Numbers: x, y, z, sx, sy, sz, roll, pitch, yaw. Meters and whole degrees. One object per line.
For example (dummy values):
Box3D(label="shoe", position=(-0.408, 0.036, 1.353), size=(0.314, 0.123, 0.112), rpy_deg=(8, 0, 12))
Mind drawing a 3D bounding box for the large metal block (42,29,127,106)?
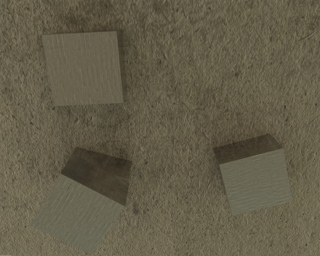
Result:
Box3D(label="large metal block", position=(-0.085, -0.073, 0.369), size=(0.080, 0.050, 0.079), rpy_deg=(-3, 110, 1))

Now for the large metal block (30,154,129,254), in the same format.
Box3D(label="large metal block", position=(-0.095, 0.092, 0.376), size=(0.080, 0.050, 0.080), rpy_deg=(30, 107, -11))

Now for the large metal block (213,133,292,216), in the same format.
Box3D(label="large metal block", position=(0.124, 0.062, 0.420), size=(0.080, 0.050, 0.080), rpy_deg=(-15, 110, 5))

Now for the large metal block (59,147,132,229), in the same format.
Box3D(label="large metal block", position=(-0.089, 0.081, 0.426), size=(0.080, 0.050, 0.079), rpy_deg=(15, 109, -6))
